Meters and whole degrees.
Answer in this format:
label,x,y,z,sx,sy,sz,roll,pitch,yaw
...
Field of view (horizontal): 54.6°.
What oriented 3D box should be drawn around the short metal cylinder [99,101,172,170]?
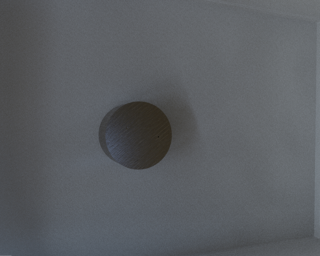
label,x,y,z,sx,sy,sz,roll,pitch,yaw
short metal cylinder,-0.032,0.009,0.385,0.081,0.050,0.080,0,90,-20
